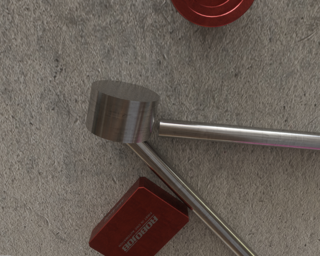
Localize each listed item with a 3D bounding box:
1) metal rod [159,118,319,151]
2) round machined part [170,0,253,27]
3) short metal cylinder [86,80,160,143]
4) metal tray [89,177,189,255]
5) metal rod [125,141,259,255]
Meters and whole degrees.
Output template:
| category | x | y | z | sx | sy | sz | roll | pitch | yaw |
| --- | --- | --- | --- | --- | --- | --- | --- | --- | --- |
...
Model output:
| category | x | y | z | sx | sy | sz | roll | pitch | yaw |
| --- | --- | --- | --- | --- | --- | --- | --- | --- | --- |
| metal rod | 0.149 | 0.013 | 0.415 | 0.302 | 0.025 | 0.025 | 5 | 110 | -2 |
| round machined part | 0.056 | -0.163 | 0.341 | 0.099 | 0.042 | 0.097 | 0 | 110 | 0 |
| short metal cylinder | -0.045 | -0.022 | 0.372 | 0.081 | 0.080 | 0.050 | 12 | 110 | -5 |
| metal tray | -0.032 | 0.146 | 0.461 | 0.090 | 0.030 | 0.130 | 37 | 106 | -13 |
| metal rod | 0.051 | 0.107 | 0.449 | 0.025 | 0.025 | 0.300 | -39 | 106 | 13 |
